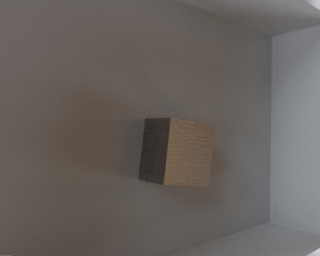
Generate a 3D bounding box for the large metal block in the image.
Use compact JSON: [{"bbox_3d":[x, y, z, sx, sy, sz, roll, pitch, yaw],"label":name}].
[{"bbox_3d":[0.023,0.032,0.409,0.081,0.050,0.080,10,84,-39],"label":"large metal block"}]
